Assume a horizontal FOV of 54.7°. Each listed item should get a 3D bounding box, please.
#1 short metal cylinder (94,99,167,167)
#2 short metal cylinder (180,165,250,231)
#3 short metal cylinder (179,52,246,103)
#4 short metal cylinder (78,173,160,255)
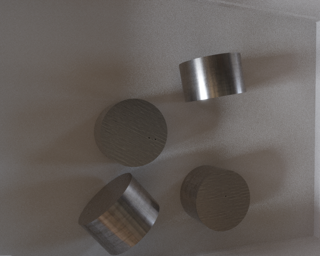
[{"bbox_3d":[-0.037,0.005,0.383,0.081,0.050,0.080,0,90,-20],"label":"short metal cylinder"},{"bbox_3d":[0.075,0.094,0.425,0.081,0.050,0.080,0,90,-20],"label":"short metal cylinder"},{"bbox_3d":[0.069,-0.065,0.406,0.081,0.080,0.050,-11,94,-20],"label":"short metal cylinder"},{"bbox_3d":[-0.048,0.099,0.364,0.080,0.080,0.050,-43,104,-15],"label":"short metal cylinder"}]
